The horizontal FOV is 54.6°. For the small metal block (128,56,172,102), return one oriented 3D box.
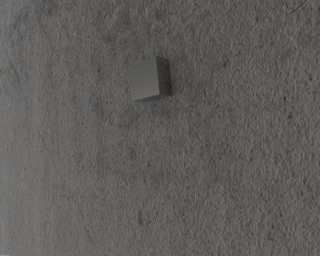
[{"bbox_3d":[-0.014,-0.064,0.418,0.050,0.025,0.050,-9,84,39],"label":"small metal block"}]
